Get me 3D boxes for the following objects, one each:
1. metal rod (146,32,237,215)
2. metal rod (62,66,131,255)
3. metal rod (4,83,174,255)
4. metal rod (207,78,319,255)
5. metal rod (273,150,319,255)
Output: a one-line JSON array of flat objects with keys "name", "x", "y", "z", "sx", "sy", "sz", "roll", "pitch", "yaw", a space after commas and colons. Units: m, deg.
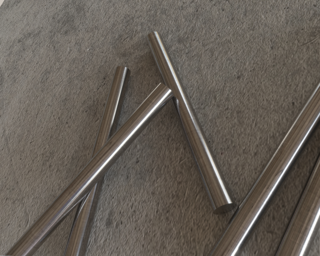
[{"name": "metal rod", "x": 0.028, "y": -0.030, "z": 0.407, "sx": 0.025, "sy": 0.025, "sz": 0.299, "roll": -27, "pitch": 52, "yaw": 11}, {"name": "metal rod", "x": -0.082, "y": 0.041, "z": 0.421, "sx": 0.025, "sy": 0.025, "sz": 0.300, "roll": -4, "pitch": 60, "yaw": 26}, {"name": "metal rod", "x": -0.089, "y": 0.062, "z": 0.379, "sx": 0.300, "sy": 0.025, "sz": 0.025, "roll": -49, "pitch": 51, "yaw": -8}, {"name": "metal rod", "x": 0.118, "y": 0.043, "z": 0.314, "sx": 0.025, "sy": 0.025, "sz": 0.300, "roll": 28, "pitch": 77, "yaw": 37}, {"name": "metal rod", "x": 0.180, "y": 0.006, "z": 0.305, "sx": 0.025, "sy": 0.025, "sz": 0.300, "roll": 21, "pitch": 73, "yaw": 36}]
